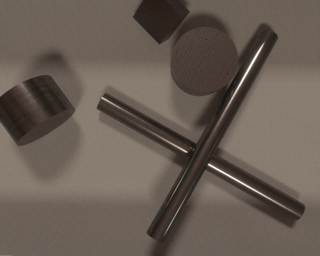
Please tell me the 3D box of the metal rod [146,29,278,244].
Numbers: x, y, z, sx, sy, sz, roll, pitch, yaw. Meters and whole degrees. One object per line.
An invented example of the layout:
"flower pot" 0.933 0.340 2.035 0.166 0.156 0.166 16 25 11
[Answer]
"metal rod" 0.070 0.004 0.391 0.025 0.025 0.300 31 81 -1

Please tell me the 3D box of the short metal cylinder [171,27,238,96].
"short metal cylinder" 0.055 -0.083 0.400 0.081 0.050 0.079 0 90 -1

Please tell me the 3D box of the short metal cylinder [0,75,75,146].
"short metal cylinder" -0.154 -0.021 0.382 0.080 0.080 0.050 -36 90 0

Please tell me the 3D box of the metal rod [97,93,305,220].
"metal rod" 0.054 0.038 0.412 0.301 0.025 0.025 29 90 -1

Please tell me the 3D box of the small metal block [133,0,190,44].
"small metal block" 0.001 -0.146 0.398 0.050 0.025 0.050 46 133 -1
